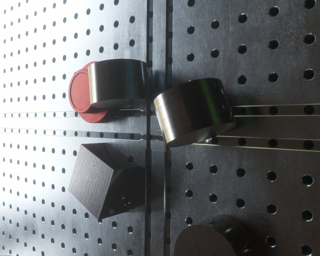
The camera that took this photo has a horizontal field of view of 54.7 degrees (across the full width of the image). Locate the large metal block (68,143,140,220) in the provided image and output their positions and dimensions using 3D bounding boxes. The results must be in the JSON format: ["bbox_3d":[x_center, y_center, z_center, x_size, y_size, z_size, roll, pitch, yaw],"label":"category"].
[{"bbox_3d":[-0.086,0.076,0.464,0.080,0.050,0.079,30,109,36],"label":"large metal block"}]

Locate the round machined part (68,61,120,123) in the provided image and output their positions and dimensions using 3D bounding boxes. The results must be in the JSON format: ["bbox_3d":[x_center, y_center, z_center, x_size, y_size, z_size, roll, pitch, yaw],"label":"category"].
[{"bbox_3d":[-0.107,-0.056,0.487,0.098,0.042,0.097,0,90,40],"label":"round machined part"}]

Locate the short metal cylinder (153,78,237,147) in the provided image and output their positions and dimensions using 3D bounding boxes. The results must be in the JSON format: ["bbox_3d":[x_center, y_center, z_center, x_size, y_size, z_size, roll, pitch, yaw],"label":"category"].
[{"bbox_3d":[0.038,-0.015,0.342,0.080,0.081,0.050,-26,74,37],"label":"short metal cylinder"}]

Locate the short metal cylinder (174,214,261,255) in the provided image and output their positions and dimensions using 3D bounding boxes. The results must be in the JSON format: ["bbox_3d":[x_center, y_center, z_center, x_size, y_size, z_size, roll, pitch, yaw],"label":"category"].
[{"bbox_3d":[0.063,0.141,0.341,0.080,0.050,0.079,0,90,40],"label":"short metal cylinder"}]

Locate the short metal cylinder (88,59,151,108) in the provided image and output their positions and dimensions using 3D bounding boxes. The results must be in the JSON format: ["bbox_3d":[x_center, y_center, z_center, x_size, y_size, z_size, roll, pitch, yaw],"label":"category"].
[{"bbox_3d":[-0.054,-0.057,0.419,0.080,0.081,0.050,-8,85,40],"label":"short metal cylinder"}]
